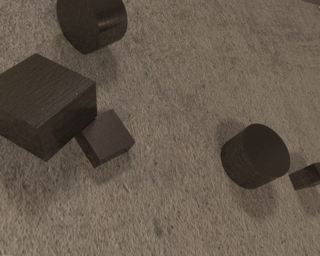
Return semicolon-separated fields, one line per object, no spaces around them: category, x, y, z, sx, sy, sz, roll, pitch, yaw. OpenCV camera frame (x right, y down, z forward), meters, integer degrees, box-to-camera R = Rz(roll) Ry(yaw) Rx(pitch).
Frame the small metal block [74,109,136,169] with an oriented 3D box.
small metal block;-0.066;0.012;0.362;0.050;0.025;0.050;-27;77;-37

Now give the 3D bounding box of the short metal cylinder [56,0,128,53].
short metal cylinder;-0.090;-0.146;0.410;0.080;0.080;0.050;48;51;5

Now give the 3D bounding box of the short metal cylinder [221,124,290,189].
short metal cylinder;0.134;0.040;0.438;0.081;0.050;0.080;14;56;-21

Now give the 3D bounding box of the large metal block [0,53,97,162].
large metal block;-0.123;-0.024;0.320;0.080;0.050;0.080;27;49;15

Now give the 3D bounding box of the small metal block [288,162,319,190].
small metal block;0.237;0.073;0.474;0.050;0.050;0.025;-2;63;-30
